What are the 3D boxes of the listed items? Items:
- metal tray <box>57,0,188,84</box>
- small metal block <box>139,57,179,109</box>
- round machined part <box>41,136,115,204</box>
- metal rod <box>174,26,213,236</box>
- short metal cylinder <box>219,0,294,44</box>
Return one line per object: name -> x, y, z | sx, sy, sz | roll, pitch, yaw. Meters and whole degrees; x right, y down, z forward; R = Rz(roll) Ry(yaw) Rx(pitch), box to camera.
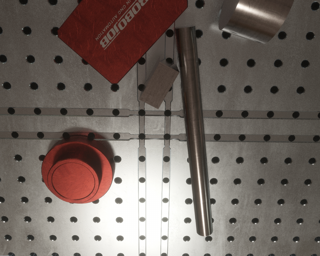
metal tray -> -0.043, -0.128, 0.363 | 0.090, 0.030, 0.130 | 41, 105, -14
small metal block -> -0.001, -0.057, 0.379 | 0.025, 0.050, 0.050 | 27, 108, -10
round machined part -> -0.114, 0.064, 0.426 | 0.099, 0.042, 0.097 | 0, 110, -1
metal rod -> 0.049, 0.018, 0.420 | 0.025, 0.025, 0.298 | -7, 110, 2
short metal cylinder -> 0.103, -0.138, 0.335 | 0.050, 0.080, 0.079 | 17, 109, -6
